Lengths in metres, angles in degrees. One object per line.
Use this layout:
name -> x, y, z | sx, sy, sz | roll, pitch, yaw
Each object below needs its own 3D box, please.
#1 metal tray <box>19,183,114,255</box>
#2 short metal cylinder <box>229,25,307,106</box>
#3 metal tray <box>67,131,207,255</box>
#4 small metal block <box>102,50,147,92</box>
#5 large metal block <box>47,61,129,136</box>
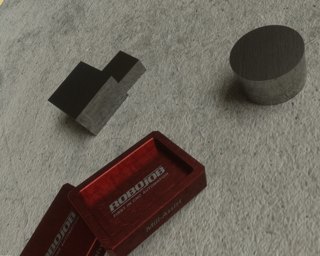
metal tray -> -0.113, 0.142, 0.373 | 0.090, 0.030, 0.130 | 17, 70, 34
short metal cylinder -> 0.128, -0.074, 0.366 | 0.080, 0.050, 0.080 | -13, 56, 21
metal tray -> -0.024, 0.068, 0.346 | 0.131, 0.030, 0.090 | -36, 49, -20
small metal block -> -0.058, -0.089, 0.489 | 0.050, 0.025, 0.050 | 34, 80, 38
large metal block -> -0.110, -0.046, 0.474 | 0.080, 0.050, 0.080 | 29, 78, 37
